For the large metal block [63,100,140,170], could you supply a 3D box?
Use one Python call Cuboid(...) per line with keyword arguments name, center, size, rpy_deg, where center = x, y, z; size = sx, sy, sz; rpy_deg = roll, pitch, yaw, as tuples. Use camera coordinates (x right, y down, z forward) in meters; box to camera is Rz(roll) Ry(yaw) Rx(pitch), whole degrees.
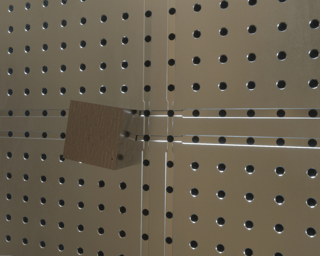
Cuboid(name="large metal block", center=(-0.080, 0.008, 0.428), size=(0.080, 0.050, 0.080), rpy_deg=(10, 93, 19))
